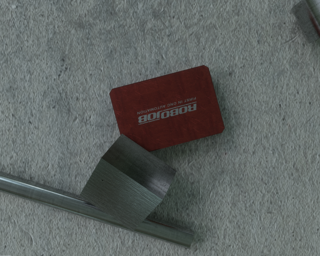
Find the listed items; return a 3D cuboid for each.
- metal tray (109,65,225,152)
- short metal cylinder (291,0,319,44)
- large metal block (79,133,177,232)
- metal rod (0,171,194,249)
[{"bbox_3d":[0.009,-0.022,0.408,0.131,0.030,0.089,-15,90,-1],"label":"metal tray"},{"bbox_3d":[0.214,-0.148,0.385,0.080,0.080,0.050,-28,90,0],"label":"short metal cylinder"},{"bbox_3d":[-0.039,0.067,0.378,0.080,0.050,0.080,35,128,-1],"label":"large metal block"},{"bbox_3d":[-0.103,0.103,0.408,0.302,0.025,0.025,17,90,-1],"label":"metal rod"}]
